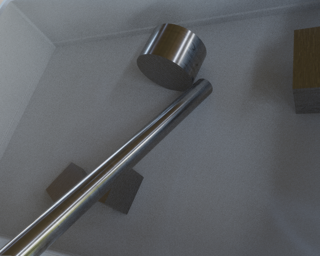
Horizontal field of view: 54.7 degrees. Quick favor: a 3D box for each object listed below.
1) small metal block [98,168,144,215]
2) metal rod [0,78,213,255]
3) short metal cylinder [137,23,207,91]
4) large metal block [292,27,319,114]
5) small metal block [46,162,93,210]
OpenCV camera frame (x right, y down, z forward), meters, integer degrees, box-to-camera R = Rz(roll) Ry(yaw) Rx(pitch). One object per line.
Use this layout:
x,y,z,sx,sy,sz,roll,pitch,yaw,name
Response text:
-0.051,0.070,0.372,0.025,0.050,0.050,12,68,33,small metal block
-0.032,0.027,0.321,0.025,0.025,0.302,18,44,34,metal rod
0.016,-0.093,0.418,0.080,0.080,0.050,14,69,33,short metal cylinder
0.188,-0.063,0.330,0.080,0.050,0.080,-1,61,27,large metal block
-0.117,0.083,0.414,0.050,0.025,0.050,-47,52,-5,small metal block
